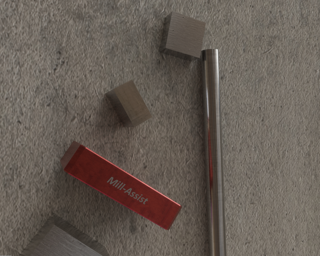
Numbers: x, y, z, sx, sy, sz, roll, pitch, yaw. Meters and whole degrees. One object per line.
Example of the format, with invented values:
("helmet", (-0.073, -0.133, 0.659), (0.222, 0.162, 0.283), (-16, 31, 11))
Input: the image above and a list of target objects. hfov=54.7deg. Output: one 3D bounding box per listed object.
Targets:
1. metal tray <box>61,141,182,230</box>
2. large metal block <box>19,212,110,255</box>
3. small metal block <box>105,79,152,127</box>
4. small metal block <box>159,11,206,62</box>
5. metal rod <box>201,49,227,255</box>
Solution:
("metal tray", (-0.048, 0.063, 0.357), (0.130, 0.090, 0.030), (35, 79, -17))
("large metal block", (-0.115, 0.158, 0.354), (0.080, 0.050, 0.080), (41, 77, -16))
("small metal block", (-0.040, -0.029, 0.382), (0.025, 0.050, 0.050), (-31, 101, -17))
("small metal block", (0.030, -0.123, 0.421), (0.050, 0.025, 0.050), (12, 86, -20))
("metal rod", (0.076, 0.040, 0.438), (0.025, 0.025, 0.298), (-3, 91, -20))
